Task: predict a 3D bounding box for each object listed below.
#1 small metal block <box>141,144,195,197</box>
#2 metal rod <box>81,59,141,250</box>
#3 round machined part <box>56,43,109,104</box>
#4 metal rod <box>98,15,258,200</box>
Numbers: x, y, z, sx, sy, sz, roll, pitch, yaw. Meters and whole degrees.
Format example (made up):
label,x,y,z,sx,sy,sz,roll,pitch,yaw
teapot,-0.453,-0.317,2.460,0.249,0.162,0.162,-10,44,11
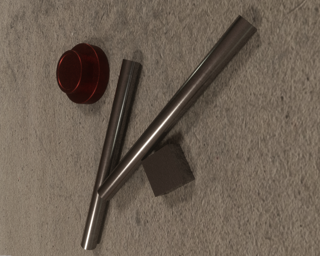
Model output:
label,x,y,z,sx,sy,sz,roll,pitch,yaw
small metal block,0.010,0.054,0.395,0.050,0.025,0.050,-36,68,34
metal rod,-0.077,0.047,0.465,0.025,0.025,0.298,24,105,37
round machined part,-0.130,-0.088,0.498,0.098,0.042,0.097,0,90,39
metal rod,0.007,-0.008,0.390,0.299,0.025,0.025,-50,61,25
